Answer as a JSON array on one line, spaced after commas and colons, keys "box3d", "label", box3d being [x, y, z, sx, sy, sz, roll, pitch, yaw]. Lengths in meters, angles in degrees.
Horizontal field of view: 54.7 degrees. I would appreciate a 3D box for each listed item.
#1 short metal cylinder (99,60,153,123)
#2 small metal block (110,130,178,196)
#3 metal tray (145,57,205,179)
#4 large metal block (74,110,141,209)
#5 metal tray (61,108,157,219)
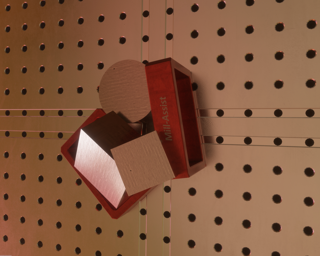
[{"box3d": [-0.033, -0.046, 0.410, 0.080, 0.050, 0.079, 0, 90, 19], "label": "short metal cylinder"}, {"box3d": [-0.015, 0.036, 0.317, 0.050, 0.025, 0.050, -23, 83, 7], "label": "small metal block"}, {"box3d": [0.021, -0.010, 0.370, 0.030, 0.090, 0.129, -10, 87, 19], "label": "metal tray"}, {"box3d": [-0.056, 0.040, 0.385, 0.080, 0.050, 0.079, 41, 138, 14], "label": "large metal block"}, {"box3d": [-0.067, 0.048, 0.431, 0.090, 0.030, 0.130, -45, 77, 14], "label": "metal tray"}]
